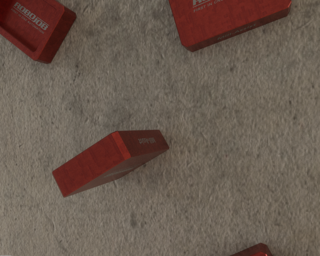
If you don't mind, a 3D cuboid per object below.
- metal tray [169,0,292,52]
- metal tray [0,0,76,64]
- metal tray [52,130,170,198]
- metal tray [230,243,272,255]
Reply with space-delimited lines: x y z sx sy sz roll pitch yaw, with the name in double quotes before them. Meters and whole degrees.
"metal tray" 0.080 -0.159 0.378 0.130 0.030 0.090 -17 84 18
"metal tray" -0.202 -0.170 0.475 0.130 0.030 0.090 37 101 15
"metal tray" -0.051 0.038 0.370 0.090 0.130 0.030 -32 80 17
"metal tray" 0.116 0.216 0.365 0.090 0.030 0.130 -32 80 17
